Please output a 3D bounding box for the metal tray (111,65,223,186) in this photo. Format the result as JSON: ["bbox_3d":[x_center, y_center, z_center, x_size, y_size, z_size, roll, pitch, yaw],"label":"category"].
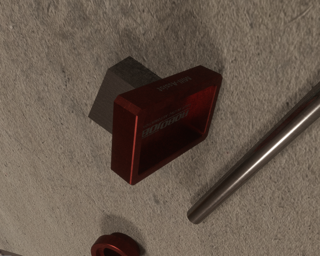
[{"bbox_3d":[0.009,-0.007,0.327,0.030,0.131,0.089,32,131,30],"label":"metal tray"}]

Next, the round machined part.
[{"bbox_3d":[-0.076,0.235,0.580,0.098,0.042,0.097,13,124,20],"label":"round machined part"}]

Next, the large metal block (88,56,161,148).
[{"bbox_3d":[-0.033,-0.029,0.389,0.080,0.050,0.079,36,129,4],"label":"large metal block"}]

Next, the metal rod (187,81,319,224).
[{"bbox_3d":[0.116,0.035,0.366,0.025,0.025,0.298,36,129,3],"label":"metal rod"}]
